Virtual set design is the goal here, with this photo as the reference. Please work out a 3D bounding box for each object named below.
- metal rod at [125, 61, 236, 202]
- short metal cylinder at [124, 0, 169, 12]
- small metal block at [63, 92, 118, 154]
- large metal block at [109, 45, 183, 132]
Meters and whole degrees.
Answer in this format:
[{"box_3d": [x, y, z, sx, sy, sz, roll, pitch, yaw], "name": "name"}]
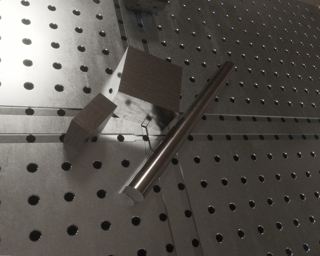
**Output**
[{"box_3d": [0.045, -0.016, 0.443, 0.025, 0.025, 0.301, 41, 51, -1], "name": "metal rod"}, {"box_3d": [-0.022, -0.234, 0.505, 0.050, 0.080, 0.080, -4, 64, -30], "name": "short metal cylinder"}, {"box_3d": [-0.080, -0.005, 0.353, 0.025, 0.050, 0.050, 38, 51, -3], "name": "small metal block"}, {"box_3d": [-0.019, -0.052, 0.415, 0.081, 0.050, 0.080, 19, 54, -18], "name": "large metal block"}]
